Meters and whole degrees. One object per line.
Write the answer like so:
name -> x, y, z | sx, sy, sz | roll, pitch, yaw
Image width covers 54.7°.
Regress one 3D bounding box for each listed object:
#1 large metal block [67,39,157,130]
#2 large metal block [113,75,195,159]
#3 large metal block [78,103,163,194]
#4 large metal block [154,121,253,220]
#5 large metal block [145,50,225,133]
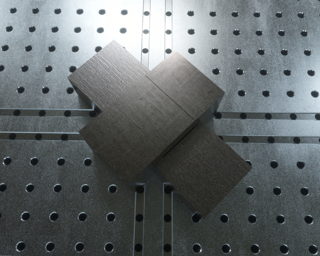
large metal block -> -0.061, -0.057, 0.416 | 0.080, 0.050, 0.080 | 43, 76, 13
large metal block -> -0.008, -0.005, 0.385 | 0.050, 0.080, 0.080 | -43, 76, -14
large metal block -> -0.043, 0.028, 0.372 | 0.050, 0.080, 0.080 | -43, 76, -14
large metal block -> 0.050, 0.053, 0.380 | 0.080, 0.050, 0.080 | -42, 76, -13
large metal block -> 0.029, -0.038, 0.397 | 0.050, 0.080, 0.080 | -43, 76, -14
